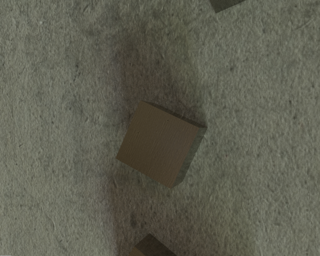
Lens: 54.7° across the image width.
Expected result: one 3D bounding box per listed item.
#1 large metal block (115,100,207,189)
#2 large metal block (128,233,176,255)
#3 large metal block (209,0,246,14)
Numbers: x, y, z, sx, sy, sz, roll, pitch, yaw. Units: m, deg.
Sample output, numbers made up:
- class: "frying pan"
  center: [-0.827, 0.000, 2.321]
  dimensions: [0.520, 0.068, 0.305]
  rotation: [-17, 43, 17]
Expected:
- class: "large metal block"
  center: [0.003, 0.019, 0.394]
  dimensions: [0.080, 0.050, 0.080]
  rotation: [26, 99, 17]
- class: "large metal block"
  center: [-0.012, 0.200, 0.399]
  dimensions: [0.080, 0.050, 0.080]
  rotation: [35, 101, 16]
- class: "large metal block"
  center: [0.087, -0.182, 0.349]
  dimensions: [0.080, 0.080, 0.050]
  rotation: [-19, 84, 19]
